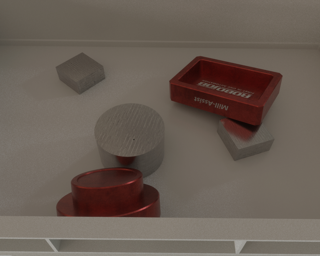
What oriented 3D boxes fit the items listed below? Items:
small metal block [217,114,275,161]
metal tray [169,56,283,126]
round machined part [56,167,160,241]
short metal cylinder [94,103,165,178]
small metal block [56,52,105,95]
[{"bbox_3d":[0.109,0.009,0.399,0.050,0.025,0.050,-15,52,-13],"label":"small metal block"},{"bbox_3d":[0.090,-0.057,0.430,0.130,0.030,0.090,19,45,26],"label":"metal tray"},{"bbox_3d":[-0.050,0.067,0.302,0.099,0.042,0.098,-3,7,1],"label":"round machined part"},{"bbox_3d":[-0.035,0.016,0.375,0.081,0.050,0.080,0,50,0],"label":"short metal cylinder"},{"bbox_3d":[-0.121,-0.084,0.474,0.050,0.025,0.050,35,58,25],"label":"small metal block"}]
